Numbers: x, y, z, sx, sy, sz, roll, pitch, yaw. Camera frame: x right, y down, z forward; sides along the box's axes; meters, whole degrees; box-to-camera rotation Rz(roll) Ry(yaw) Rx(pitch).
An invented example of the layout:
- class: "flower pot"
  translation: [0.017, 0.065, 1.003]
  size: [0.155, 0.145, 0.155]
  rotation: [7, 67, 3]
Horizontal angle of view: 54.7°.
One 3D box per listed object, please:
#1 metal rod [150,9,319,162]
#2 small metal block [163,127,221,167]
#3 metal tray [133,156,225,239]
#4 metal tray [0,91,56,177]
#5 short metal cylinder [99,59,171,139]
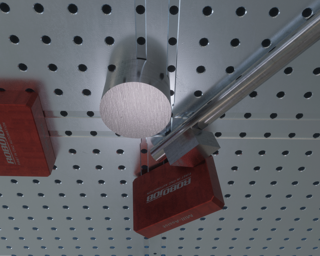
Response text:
- class: "metal rod"
  translation: [0.095, -0.047, 0.372]
  size: [0.025, 0.025, 0.299]
  rotation: [34, 122, -26]
- class: "small metal block"
  translation: [0.042, 0.027, 0.405]
  size: [0.050, 0.025, 0.050]
  rotation: [-41, 148, 29]
- class: "metal tray"
  translation: [0.020, 0.093, 0.446]
  size: [0.130, 0.090, 0.030]
  rotation: [-29, 131, 22]
- class: "metal tray"
  translation: [-0.201, 0.012, 0.416]
  size: [0.091, 0.030, 0.129]
  rotation: [1, 130, -2]
- class: "short metal cylinder"
  translation: [-0.027, -0.034, 0.366]
  size: [0.081, 0.050, 0.079]
  rotation: [0, 130, 0]
